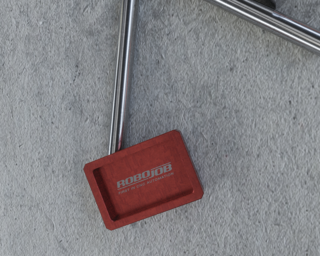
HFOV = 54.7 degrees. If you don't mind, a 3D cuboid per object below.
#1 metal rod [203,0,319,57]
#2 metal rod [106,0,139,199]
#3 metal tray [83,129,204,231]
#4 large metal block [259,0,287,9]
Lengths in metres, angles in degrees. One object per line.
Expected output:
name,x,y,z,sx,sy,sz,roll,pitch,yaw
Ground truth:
metal rod,0.065,-0.169,0.385,0.300,0.025,0.025,33,101,16
metal rod,-0.052,-0.053,0.426,0.025,0.025,0.298,6,92,19
metal tray,-0.020,0.065,0.395,0.130,0.030,0.090,-22,88,7
large metal block,0.128,-0.194,0.350,0.080,0.050,0.080,44,103,14
